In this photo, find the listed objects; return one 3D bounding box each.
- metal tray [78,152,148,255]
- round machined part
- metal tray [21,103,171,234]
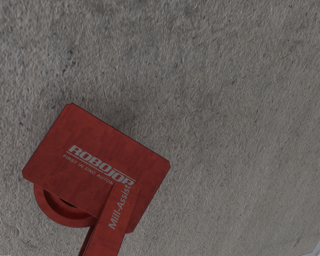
[{"bbox_3d":[-0.056,0.100,0.355,0.030,0.130,0.090,25,147,-7],"label":"metal tray"},{"bbox_3d":[-0.093,0.064,0.368,0.099,0.042,0.097,-1,101,-7],"label":"round machined part"},{"bbox_3d":[-0.066,0.044,0.339,0.130,0.030,0.090,32,81,-10],"label":"metal tray"}]
